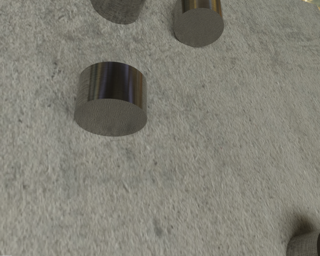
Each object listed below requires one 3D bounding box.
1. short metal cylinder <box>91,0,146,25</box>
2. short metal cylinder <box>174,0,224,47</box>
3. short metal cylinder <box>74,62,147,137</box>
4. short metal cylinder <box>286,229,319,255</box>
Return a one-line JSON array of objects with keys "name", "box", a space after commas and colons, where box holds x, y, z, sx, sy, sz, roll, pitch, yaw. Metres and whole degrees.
[{"name": "short metal cylinder", "box": [-0.062, -0.210, 0.484, 0.081, 0.050, 0.080, 14, 56, -21]}, {"name": "short metal cylinder", "box": [0.064, -0.183, 0.517, 0.081, 0.080, 0.050, 15, 56, -21]}, {"name": "short metal cylinder", "box": [-0.055, -0.031, 0.359, 0.081, 0.080, 0.050, 12, 57, -22]}, {"name": "short metal cylinder", "box": [0.213, 0.173, 0.399, 0.081, 0.050, 0.080, 14, 56, -21]}]
